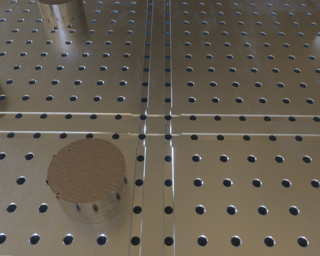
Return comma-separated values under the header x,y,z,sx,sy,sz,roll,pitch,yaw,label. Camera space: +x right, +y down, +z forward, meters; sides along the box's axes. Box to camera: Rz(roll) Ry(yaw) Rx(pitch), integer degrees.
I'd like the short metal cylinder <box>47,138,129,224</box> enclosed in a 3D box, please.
x,y,z,sx,sy,sz,roll,pitch,yaw,label
-0.076,0.058,0.342,0.081,0.050,0.080,0,50,0,short metal cylinder

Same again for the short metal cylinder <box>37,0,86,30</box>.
x,y,z,sx,sy,sz,roll,pitch,yaw,label
-0.185,-0.228,0.581,0.081,0.050,0.080,0,50,0,short metal cylinder
